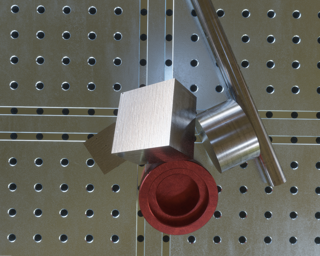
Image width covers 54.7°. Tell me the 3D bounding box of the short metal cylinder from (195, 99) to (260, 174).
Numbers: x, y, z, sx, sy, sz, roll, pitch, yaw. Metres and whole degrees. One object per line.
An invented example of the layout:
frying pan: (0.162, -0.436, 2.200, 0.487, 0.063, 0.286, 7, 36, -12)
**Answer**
short metal cylinder: (0.081, 0.010, 0.387, 0.050, 0.080, 0.080, -25, 90, 0)

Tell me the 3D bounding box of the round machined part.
round machined part: (0.022, 0.083, 0.401, 0.099, 0.042, 0.097, -1, 98, -4)

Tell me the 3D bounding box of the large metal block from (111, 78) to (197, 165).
large metal block: (-0.006, -0.004, 0.370, 0.080, 0.050, 0.080, -10, 63, 34)

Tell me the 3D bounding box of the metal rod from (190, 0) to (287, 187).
metal rod: (0.100, -0.064, 0.414, 0.025, 0.025, 0.299, -23, 90, 0)

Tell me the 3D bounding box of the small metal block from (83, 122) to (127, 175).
small metal block: (-0.065, 0.026, 0.413, 0.050, 0.025, 0.050, -33, 90, 0)
